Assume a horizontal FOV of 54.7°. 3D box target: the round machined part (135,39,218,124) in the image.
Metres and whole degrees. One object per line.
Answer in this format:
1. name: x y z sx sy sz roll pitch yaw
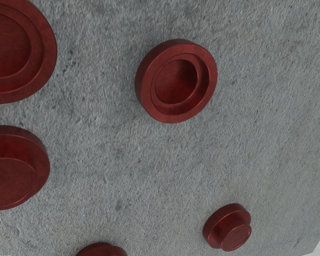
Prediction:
1. round machined part: 0.016 -0.058 0.368 0.099 0.042 0.097 -14 124 -21

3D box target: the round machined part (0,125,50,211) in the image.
1. round machined part: -0.170 0.049 0.333 0.099 0.042 0.097 -14 124 -21

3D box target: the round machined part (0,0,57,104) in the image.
1. round machined part: -0.145 -0.074 0.271 0.099 0.042 0.097 -14 124 -21

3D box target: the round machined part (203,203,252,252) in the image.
1. round machined part: 0.134 0.195 0.589 0.099 0.042 0.097 -14 124 -21

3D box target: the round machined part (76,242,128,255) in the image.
1. round machined part: -0.096 0.216 0.477 0.099 0.042 0.097 -14 124 -21
